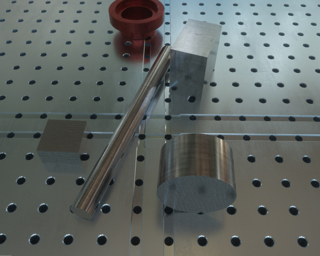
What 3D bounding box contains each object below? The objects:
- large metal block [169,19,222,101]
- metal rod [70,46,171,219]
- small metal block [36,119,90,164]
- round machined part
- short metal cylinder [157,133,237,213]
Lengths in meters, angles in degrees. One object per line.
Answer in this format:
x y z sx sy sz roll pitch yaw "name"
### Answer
0.052 -0.101 0.457 0.050 0.080 0.080 16 52 13 "large metal block"
-0.035 -0.018 0.421 0.025 0.025 0.301 15 51 12 "metal rod"
-0.120 0.017 0.392 0.050 0.025 0.050 3 50 1 "small metal block"
-0.042 -0.198 0.562 0.099 0.042 0.098 0 50 0 "round machined part"
0.039 0.050 0.330 0.080 0.080 0.050 4 50 3 "short metal cylinder"
